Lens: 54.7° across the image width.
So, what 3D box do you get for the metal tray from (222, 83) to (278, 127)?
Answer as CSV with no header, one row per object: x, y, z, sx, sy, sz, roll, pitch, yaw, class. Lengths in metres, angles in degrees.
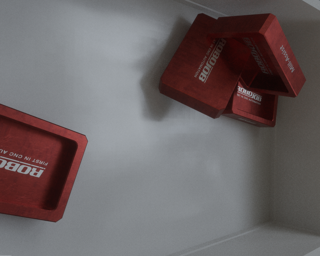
0.155,-0.056,0.532,0.131,0.030,0.090,13,82,-39,metal tray

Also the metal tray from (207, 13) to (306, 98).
0.135,-0.097,0.430,0.130,0.090,0.030,42,75,-38,metal tray

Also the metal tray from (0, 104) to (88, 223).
-0.142,0.029,0.284,0.131,0.030,0.090,25,74,-37,metal tray

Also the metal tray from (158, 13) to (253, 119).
0.066,-0.088,0.425,0.090,0.030,0.130,27,68,5,metal tray
